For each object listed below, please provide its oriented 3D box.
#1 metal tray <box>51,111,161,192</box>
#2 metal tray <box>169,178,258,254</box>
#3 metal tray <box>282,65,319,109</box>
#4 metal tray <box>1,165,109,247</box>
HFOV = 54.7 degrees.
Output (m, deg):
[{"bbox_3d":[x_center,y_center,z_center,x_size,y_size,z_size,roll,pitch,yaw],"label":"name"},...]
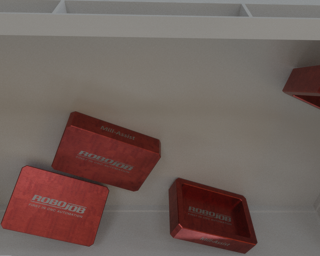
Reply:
[{"bbox_3d":[-0.075,0.037,0.437,0.131,0.030,0.089,19,127,-17],"label":"metal tray"},{"bbox_3d":[0.080,0.136,0.483,0.131,0.090,0.030,18,128,-15],"label":"metal tray"},{"bbox_3d":[0.210,-0.025,0.329,0.131,0.090,0.030,24,97,-4],"label":"metal tray"},{"bbox_3d":[-0.152,0.116,0.463,0.131,0.090,0.030,19,164,-16],"label":"metal tray"}]
